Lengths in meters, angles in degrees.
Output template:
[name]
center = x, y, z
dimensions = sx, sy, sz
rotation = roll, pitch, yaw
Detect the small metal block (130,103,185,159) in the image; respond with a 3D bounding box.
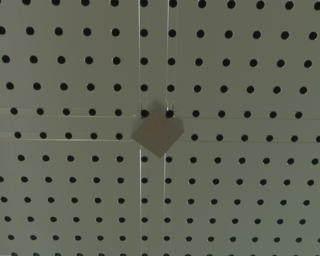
[small metal block]
center = -0.003, 0.004, 0.415
dimensions = 0.050, 0.025, 0.050
rotation = 37, 106, -13
